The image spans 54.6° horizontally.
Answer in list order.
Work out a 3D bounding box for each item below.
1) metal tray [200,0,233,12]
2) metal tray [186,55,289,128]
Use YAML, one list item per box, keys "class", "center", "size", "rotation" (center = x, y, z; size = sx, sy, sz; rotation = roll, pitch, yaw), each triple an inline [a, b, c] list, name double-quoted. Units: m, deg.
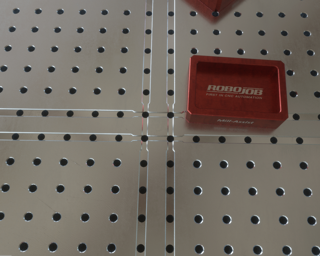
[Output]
- class: "metal tray"
  center: [0.106, -0.258, 0.503]
  size: [0.130, 0.030, 0.090]
  rotation: [-42, 75, -14]
- class: "metal tray"
  center: [0.104, -0.051, 0.428]
  size: [0.131, 0.030, 0.090]
  rotation: [4, 70, 1]
